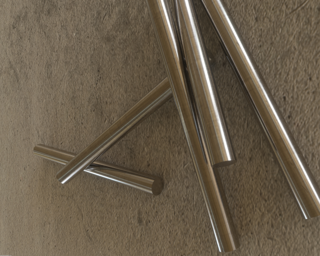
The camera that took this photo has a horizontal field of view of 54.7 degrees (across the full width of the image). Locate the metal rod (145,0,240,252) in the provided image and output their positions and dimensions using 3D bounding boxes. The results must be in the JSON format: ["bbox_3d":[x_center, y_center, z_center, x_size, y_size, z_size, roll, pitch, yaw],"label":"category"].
[{"bbox_3d":[0.035,-0.011,0.349,0.025,0.025,0.298,-18,87,38],"label":"metal rod"}]

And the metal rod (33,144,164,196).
[{"bbox_3d":[-0.117,0.060,0.502,0.300,0.025,0.025,8,96,39],"label":"metal rod"}]

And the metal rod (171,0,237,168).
[{"bbox_3d":[0.035,-0.103,0.346,0.025,0.025,0.299,-27,64,37],"label":"metal rod"}]

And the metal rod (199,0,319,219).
[{"bbox_3d":[0.094,-0.055,0.327,0.025,0.025,0.299,-33,70,35],"label":"metal rod"}]

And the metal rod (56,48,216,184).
[{"bbox_3d":[-0.049,-0.004,0.426,0.299,0.025,0.025,-38,67,27],"label":"metal rod"}]
